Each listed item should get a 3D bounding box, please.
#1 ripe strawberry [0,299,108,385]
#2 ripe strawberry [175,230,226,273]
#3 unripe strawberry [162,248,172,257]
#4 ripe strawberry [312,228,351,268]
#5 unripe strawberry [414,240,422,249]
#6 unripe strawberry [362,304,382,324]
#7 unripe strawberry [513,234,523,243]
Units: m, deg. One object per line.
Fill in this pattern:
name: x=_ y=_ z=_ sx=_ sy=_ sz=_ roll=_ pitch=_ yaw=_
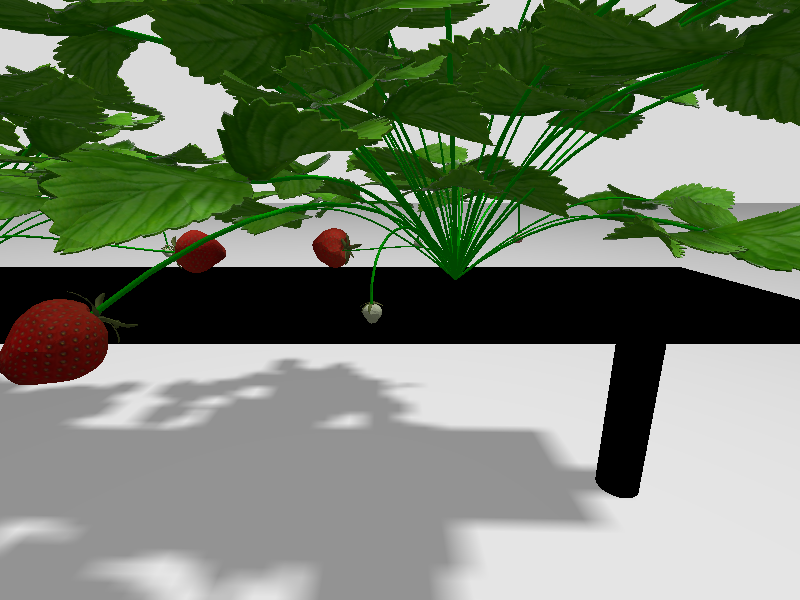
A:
ripe strawberry: x=-0.142 y=0.018 z=0.164 sx=0.037 sy=0.031 sz=0.037 roll=14 pitch=49 yaw=42
ripe strawberry: x=-0.194 y=-0.047 z=0.392 sx=0.043 sy=0.042 sz=0.040 roll=-2 pitch=16 yaw=-11
unripe strawberry: x=-0.265 y=-0.054 z=0.456 sx=0.010 sy=0.011 sz=0.012 roll=-12 pitch=19 yaw=-36
ripe strawberry: x=-0.074 y=-0.055 z=0.420 sx=0.042 sy=0.041 sz=0.039 roll=8 pitch=17 yaw=29
unripe strawberry: x=0.024 y=-0.072 z=0.519 sx=0.011 sy=0.011 sz=0.010 roll=-2 pitch=15 yaw=-8
unripe strawberry: x=-0.016 y=0.008 z=0.222 sx=0.011 sy=0.011 sz=0.010 roll=7 pitch=17 yaw=24
unripe strawberry: x=0.158 y=-0.083 z=0.535 sx=0.014 sy=0.013 sz=0.013 roll=9 pitch=18 yaw=29
